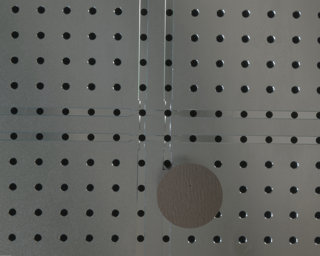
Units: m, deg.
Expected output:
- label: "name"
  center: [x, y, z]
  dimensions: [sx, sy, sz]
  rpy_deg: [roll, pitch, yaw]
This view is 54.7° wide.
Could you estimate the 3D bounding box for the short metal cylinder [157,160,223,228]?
- label: "short metal cylinder"
  center: [0.036, 0.082, 0.401]
  dimensions: [0.081, 0.050, 0.079]
  rpy_deg: [0, 90, -1]
